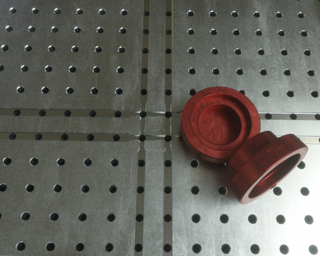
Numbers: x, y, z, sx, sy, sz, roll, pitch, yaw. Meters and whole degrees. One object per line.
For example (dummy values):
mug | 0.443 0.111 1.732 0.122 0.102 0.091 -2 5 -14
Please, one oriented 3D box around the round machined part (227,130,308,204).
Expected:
round machined part | 0.119 0.041 0.362 0.098 0.098 0.042 -32 59 -11

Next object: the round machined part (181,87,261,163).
round machined part | 0.076 -0.001 0.404 0.099 0.042 0.098 0 70 -1
